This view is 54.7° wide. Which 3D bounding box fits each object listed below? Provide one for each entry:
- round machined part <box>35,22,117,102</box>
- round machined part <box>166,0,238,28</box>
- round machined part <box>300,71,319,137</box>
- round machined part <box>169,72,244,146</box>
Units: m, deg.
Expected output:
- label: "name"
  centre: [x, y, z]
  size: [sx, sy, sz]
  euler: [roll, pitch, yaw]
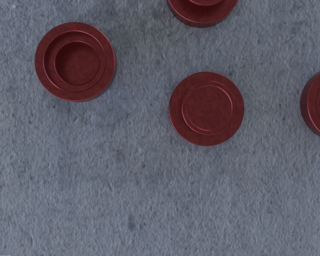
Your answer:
- label: "round machined part"
  centre: [-0.104, -0.082, 0.400]
  size: [0.099, 0.042, 0.097]
  euler: [0, 90, -1]
- label: "round machined part"
  centre: [0.056, -0.185, 0.402]
  size: [0.099, 0.042, 0.097]
  euler: [0, 90, -1]
- label: "round machined part"
  centre: [0.231, -0.031, 0.405]
  size: [0.099, 0.042, 0.097]
  euler: [0, 90, -1]
- label: "round machined part"
  centre: [0.061, -0.025, 0.402]
  size: [0.099, 0.042, 0.097]
  euler: [0, 90, -1]
